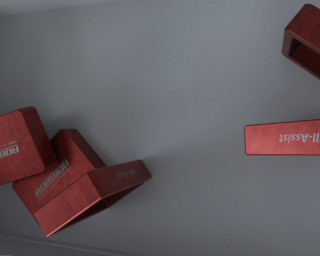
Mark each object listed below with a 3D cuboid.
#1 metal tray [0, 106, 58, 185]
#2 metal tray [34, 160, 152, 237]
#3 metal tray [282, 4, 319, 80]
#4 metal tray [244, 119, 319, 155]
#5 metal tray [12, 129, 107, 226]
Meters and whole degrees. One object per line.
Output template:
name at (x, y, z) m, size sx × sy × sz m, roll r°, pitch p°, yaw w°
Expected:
metal tray at (-0.221, 0.031, 0.441) m, size 0.130 × 0.030 × 0.090 m, roll -17°, pitch 98°, yaw 18°
metal tray at (-0.074, 0.080, 0.379) m, size 0.090 × 0.130 × 0.030 m, roll -37°, pitch 78°, yaw 16°
metal tray at (0.186, -0.061, 0.308) m, size 0.130 × 0.090 × 0.030 m, roll 41°, pitch 101°, yaw 16°
metal tray at (0.158, 0.009, 0.290) m, size 0.130 × 0.091 × 0.030 m, roll -6°, pitch 85°, yaw 50°
metal tray at (-0.149, 0.075, 0.459) m, size 0.130 × 0.030 × 0.090 m, roll -45°, pitch 77°, yaw 14°
